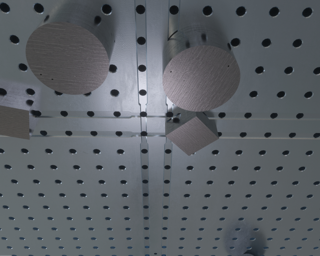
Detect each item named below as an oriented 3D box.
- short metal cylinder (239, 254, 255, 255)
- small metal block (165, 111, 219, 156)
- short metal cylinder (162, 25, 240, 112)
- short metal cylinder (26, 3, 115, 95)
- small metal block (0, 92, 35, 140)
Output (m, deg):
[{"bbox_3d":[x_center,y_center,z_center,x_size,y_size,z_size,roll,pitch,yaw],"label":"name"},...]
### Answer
[{"bbox_3d":[0.192,0.309,0.641,0.050,0.080,0.080,35,122,-26],"label":"short metal cylinder"},{"bbox_3d":[0.042,0.004,0.416,0.050,0.025,0.050,-34,123,25],"label":"small metal block"},{"bbox_3d":[0.043,-0.065,0.340,0.081,0.050,0.079,0,130,0],"label":"short metal cylinder"},{"bbox_3d":[-0.091,-0.082,0.324,0.081,0.050,0.079,0,130,0],"label":"short metal cylinder"},{"bbox_3d":[-0.190,-0.015,0.397,0.050,0.025,0.050,11,129,-10],"label":"small metal block"}]
